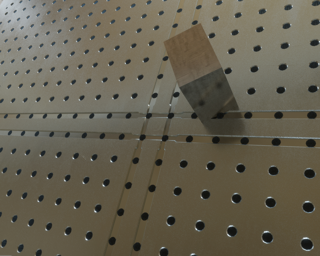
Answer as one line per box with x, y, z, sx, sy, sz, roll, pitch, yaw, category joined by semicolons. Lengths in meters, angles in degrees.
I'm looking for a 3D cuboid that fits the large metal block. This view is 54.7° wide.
0.051;-0.067;0.386;0.050;0.080;0.080;-24;53;13;large metal block
